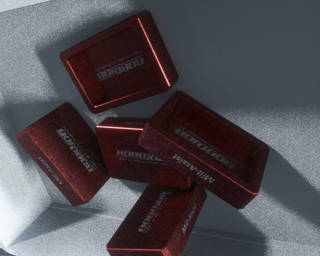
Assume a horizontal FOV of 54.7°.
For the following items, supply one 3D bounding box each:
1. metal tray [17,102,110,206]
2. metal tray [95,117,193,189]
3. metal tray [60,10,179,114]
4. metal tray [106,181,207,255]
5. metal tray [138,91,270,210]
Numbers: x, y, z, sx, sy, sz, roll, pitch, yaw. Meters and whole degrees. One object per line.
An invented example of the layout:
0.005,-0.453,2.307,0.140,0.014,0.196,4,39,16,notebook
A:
-0.129,0.036,0.452,0.030,0.090,0.130,-27,104,36,metal tray
-0.020,0.033,0.431,0.130,0.030,0.089,3,120,26,metal tray
-0.052,-0.075,0.383,0.130,0.030,0.090,-14,112,33,metal tray
0.000,0.121,0.410,0.090,0.131,0.030,-13,112,32,metal tray
0.053,0.019,0.347,0.130,0.090,0.030,33,129,6,metal tray
